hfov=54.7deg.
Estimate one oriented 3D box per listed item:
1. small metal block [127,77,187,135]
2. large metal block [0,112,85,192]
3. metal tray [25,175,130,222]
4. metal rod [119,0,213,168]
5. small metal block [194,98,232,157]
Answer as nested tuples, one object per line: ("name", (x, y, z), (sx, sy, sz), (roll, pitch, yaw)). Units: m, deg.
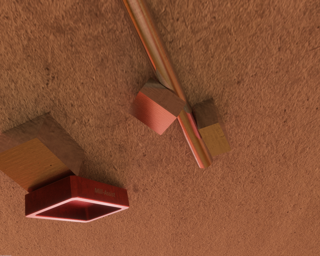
("small metal block", (-0.005, -0.024, 0.365), (0.050, 0.025, 0.050), (35, 147, -4))
("large metal block", (-0.164, 0.036, 0.419), (0.080, 0.050, 0.080), (-21, 127, 16))
("metal tray", (-0.118, 0.110, 0.460), (0.090, 0.030, 0.130), (-24, 152, 19))
("metal rod", (0.009, -0.057, 0.358), (0.025, 0.025, 0.299), (-17, 129, 13))
("small metal block", (0.066, -0.001, 0.391), (0.025, 0.050, 0.050), (-20, 128, 16))
